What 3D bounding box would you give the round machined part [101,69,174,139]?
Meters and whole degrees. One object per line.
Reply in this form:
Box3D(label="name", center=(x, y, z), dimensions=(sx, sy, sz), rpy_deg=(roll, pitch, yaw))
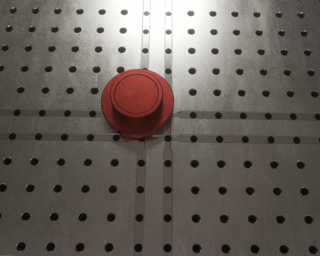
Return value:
Box3D(label="round machined part", center=(-0.030, -0.038, 0.416), dimensions=(0.099, 0.042, 0.098), rpy_deg=(0, 70, -1))
